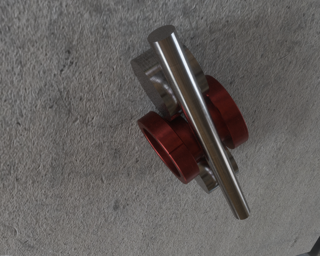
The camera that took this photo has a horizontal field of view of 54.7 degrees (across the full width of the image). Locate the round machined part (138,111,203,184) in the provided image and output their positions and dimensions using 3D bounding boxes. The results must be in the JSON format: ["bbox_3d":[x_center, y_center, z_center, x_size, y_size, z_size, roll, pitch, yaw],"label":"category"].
[{"bbox_3d":[0.018,0.018,0.382,0.042,0.098,0.098,-37,130,-9],"label":"round machined part"}]

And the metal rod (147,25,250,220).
[{"bbox_3d":[0.059,0.021,0.352,0.025,0.025,0.299,-35,129,-6],"label":"metal rod"}]

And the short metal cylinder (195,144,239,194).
[{"bbox_3d":[0.066,0.046,0.439,0.050,0.080,0.080,-34,129,-6],"label":"short metal cylinder"}]

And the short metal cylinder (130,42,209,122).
[{"bbox_3d":[0.010,-0.054,0.346,0.050,0.080,0.080,-34,129,-6],"label":"short metal cylinder"}]

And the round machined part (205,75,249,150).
[{"bbox_3d":[0.064,-0.014,0.390,0.042,0.098,0.098,-31,129,-3],"label":"round machined part"}]
